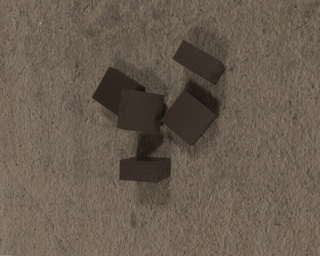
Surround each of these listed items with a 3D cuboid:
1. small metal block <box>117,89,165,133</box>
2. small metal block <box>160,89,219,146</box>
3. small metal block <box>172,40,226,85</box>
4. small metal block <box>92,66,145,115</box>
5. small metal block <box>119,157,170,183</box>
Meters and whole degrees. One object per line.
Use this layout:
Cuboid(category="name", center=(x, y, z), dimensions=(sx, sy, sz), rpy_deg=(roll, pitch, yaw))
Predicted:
Cuboid(category="small metal block", center=(-0.025, -0.022, 0.401), dimensions=(0.025, 0.050, 0.050), rpy_deg=(12, 95, 57))
Cuboid(category="small metal block", center=(0.038, -0.013, 0.395), dimensions=(0.050, 0.025, 0.050), rpy_deg=(41, 103, 15))
Cuboid(category="small metal block", center=(0.049, -0.078, 0.378), dimensions=(0.050, 0.050, 0.025), rpy_deg=(34, 101, 16))
Cuboid(category="small metal block", center=(-0.057, -0.049, 0.428), dimensions=(0.050, 0.025, 0.050), rpy_deg=(35, 101, 16))
Cuboid(category="small metal block", center=(-0.018, 0.052, 0.401), dimensions=(0.050, 0.050, 0.025), rpy_deg=(1, 91, 19))
